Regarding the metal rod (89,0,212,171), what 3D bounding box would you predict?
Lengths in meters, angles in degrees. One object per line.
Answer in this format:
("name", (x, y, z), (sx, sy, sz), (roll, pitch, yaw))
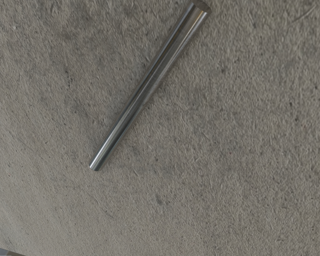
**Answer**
("metal rod", (-0.030, -0.032, 0.403), (0.025, 0.025, 0.298), (39, 129, 1))
